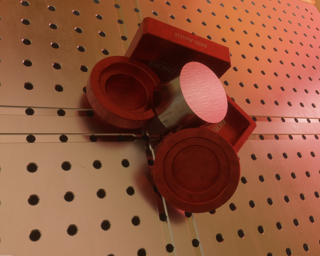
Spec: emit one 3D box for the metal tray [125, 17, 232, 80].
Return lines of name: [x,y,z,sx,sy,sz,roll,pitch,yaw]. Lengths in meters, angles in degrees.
metal tray: [0.022,-0.093,0.436,0.131,0.090,0.030,14,56,-21]

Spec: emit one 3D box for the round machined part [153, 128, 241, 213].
round machined part: [0.043,0.048,0.371,0.099,0.042,0.097,0,92,5]

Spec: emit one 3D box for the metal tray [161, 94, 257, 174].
metal tray: [0.074,0.004,0.444,0.090,0.030,0.131,45,51,3]

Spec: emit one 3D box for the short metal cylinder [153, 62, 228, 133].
short metal cylinder: [0.038,-0.035,0.388,0.081,0.050,0.080,18,60,-34]

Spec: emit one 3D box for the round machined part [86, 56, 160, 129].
round machined part: [-0.046,-0.041,0.399,0.099,0.042,0.098,14,56,-21]
